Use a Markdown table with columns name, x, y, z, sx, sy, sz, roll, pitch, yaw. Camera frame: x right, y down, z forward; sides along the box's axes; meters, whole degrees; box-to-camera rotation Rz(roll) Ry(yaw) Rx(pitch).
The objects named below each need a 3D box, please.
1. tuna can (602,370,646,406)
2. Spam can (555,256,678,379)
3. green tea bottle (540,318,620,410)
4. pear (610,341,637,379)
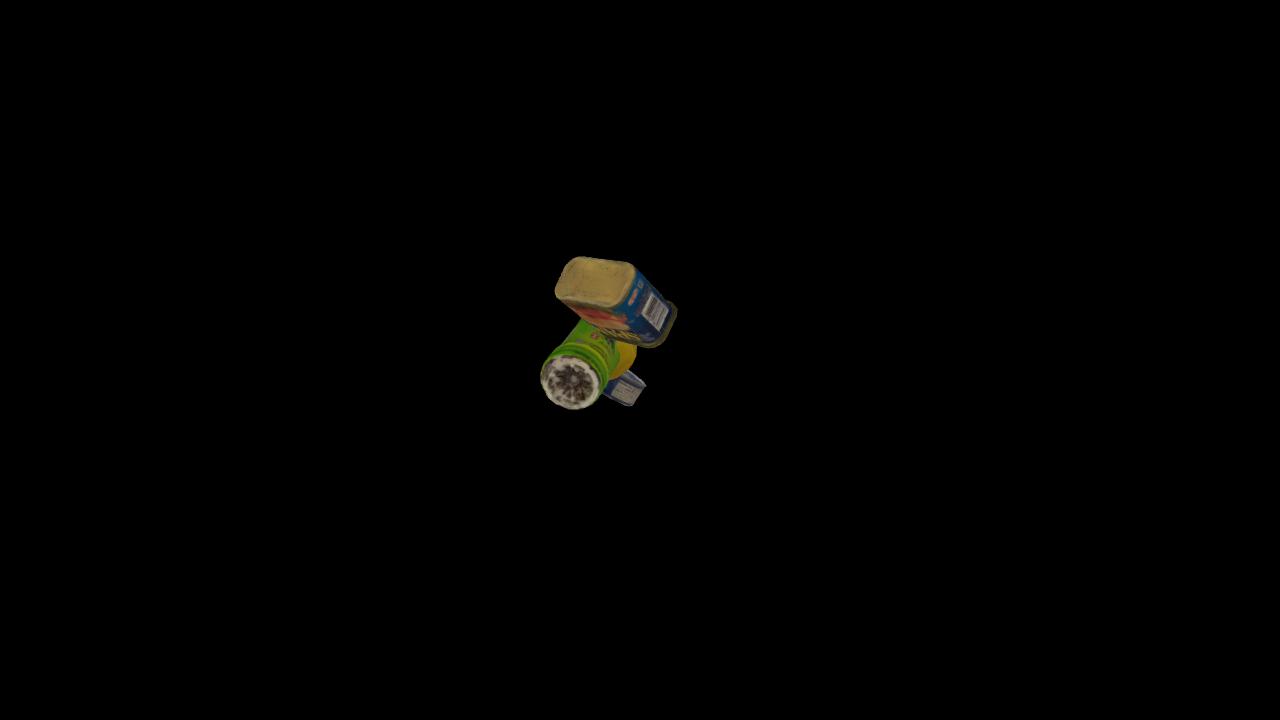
| name | x | y | z | sx | sy | sz | roll | pitch | yaw |
| --- | --- | --- | --- | --- | --- | --- | --- | --- | --- |
| tuna can | -0.036 | 0.022 | 0.766 | 0.084 | 0.034 | 0.084 | 33 | 5 | -3 |
| Spam can | -0.026 | -0.062 | 0.642 | 0.101 | 0.058 | 0.085 | 14 | -18 | 38 |
| green tea bottle | -0.051 | -0.022 | 0.728 | 0.073 | 0.073 | 0.212 | 0 | 28 | 14 |
| pear | -0.041 | 0.003 | 0.746 | 0.080 | 0.080 | 0.111 | 0 | -38 | 6 |
